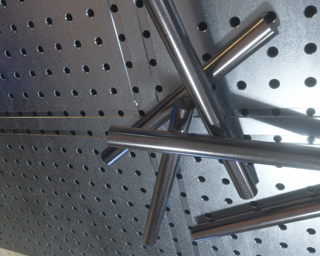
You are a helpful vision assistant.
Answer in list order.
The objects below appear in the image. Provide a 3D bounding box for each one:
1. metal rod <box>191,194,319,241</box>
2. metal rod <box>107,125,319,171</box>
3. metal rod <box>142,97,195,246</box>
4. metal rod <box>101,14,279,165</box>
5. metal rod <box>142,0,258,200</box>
[{"bbox_3d":[0.162,0.107,0.391,0.299,0.025,0.025,-28,103,37],"label":"metal rod"},{"bbox_3d":[0.092,0.025,0.332,0.302,0.025,0.025,6,122,8],"label":"metal rod"},{"bbox_3d":[0.005,0.083,0.442,0.025,0.025,0.298,24,132,13],"label":"metal rod"},{"bbox_3d":[0.012,-0.027,0.386,0.025,0.025,0.299,48,129,-6],"label":"metal rod"},{"bbox_3d":[0.048,-0.031,0.334,0.025,0.025,0.299,-11,123,32],"label":"metal rod"}]
